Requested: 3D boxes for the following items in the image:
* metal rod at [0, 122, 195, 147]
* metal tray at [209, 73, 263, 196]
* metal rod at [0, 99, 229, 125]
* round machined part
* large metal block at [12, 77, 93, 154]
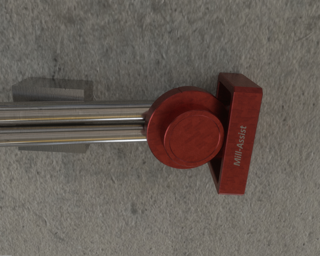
[{"bbox_3d":[-0.067,0.006,0.364,0.302,0.025,0.025,-2,111,-14],"label":"metal rod"},{"bbox_3d":[0.087,0.004,0.379,0.030,0.090,0.129,3,110,-2],"label":"metal tray"},{"bbox_3d":[-0.065,-0.019,0.355,0.302,0.025,0.025,-2,111,-13],"label":"metal rod"},{"bbox_3d":[0.034,0.005,0.352,0.099,0.042,0.097,-4,113,-10],"label":"round machined part"},{"bbox_3d":[-0.129,-0.017,0.386,0.081,0.050,0.079,3,110,-2],"label":"large metal block"}]
